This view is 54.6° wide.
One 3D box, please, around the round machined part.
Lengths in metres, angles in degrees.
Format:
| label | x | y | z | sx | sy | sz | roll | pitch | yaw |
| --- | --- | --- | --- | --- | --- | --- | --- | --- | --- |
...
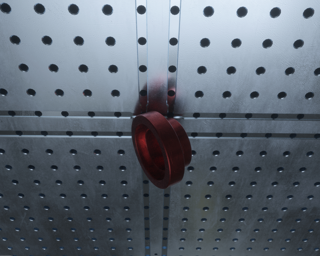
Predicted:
| label | x | y | z | sx | sy | sz | roll | pitch | yaw |
| --- | --- | --- | --- | --- | --- | --- | --- | --- | --- |
| round machined part | 0.005 | 0.025 | 0.397 | 0.042 | 0.098 | 0.097 | -19 | 136 | -25 |
